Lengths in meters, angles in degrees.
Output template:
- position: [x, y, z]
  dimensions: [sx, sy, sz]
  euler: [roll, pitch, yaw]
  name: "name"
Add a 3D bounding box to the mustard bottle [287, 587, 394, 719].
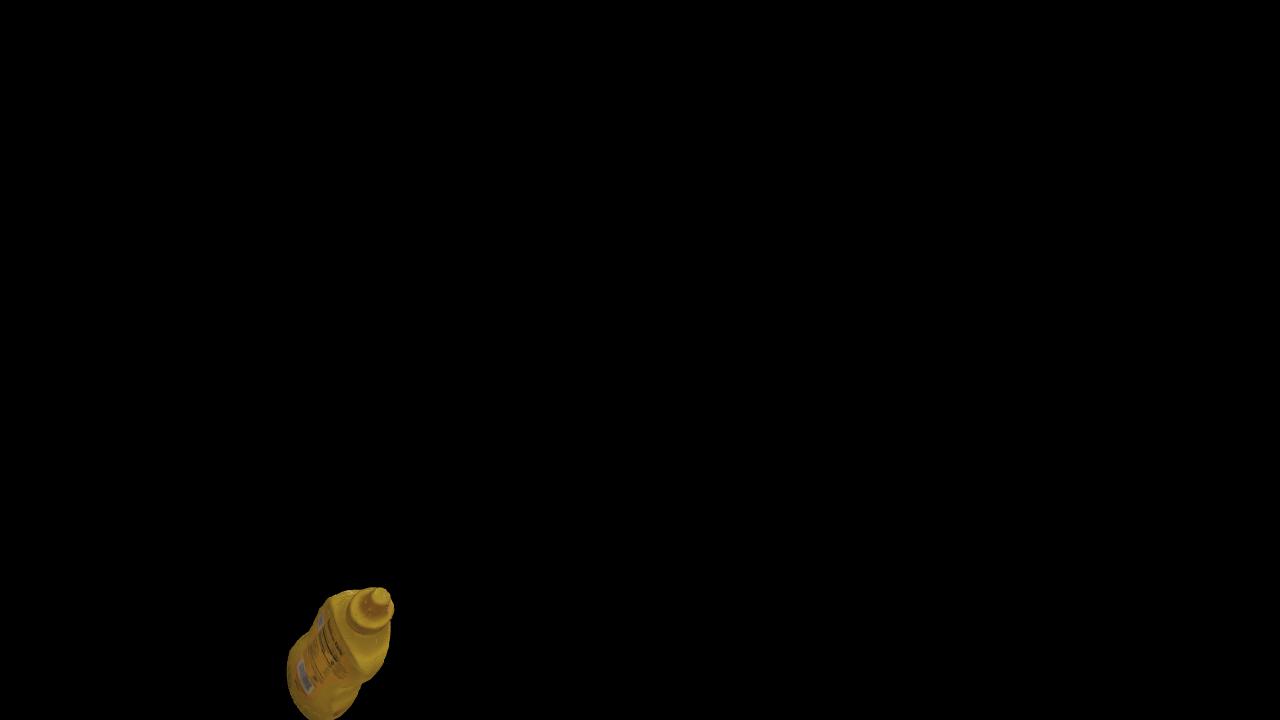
- position: [-0.294, 0.283, 0.615]
  dimensions: [0.054, 0.092, 0.184]
  euler: [4, -47, -50]
  name: "mustard bottle"
